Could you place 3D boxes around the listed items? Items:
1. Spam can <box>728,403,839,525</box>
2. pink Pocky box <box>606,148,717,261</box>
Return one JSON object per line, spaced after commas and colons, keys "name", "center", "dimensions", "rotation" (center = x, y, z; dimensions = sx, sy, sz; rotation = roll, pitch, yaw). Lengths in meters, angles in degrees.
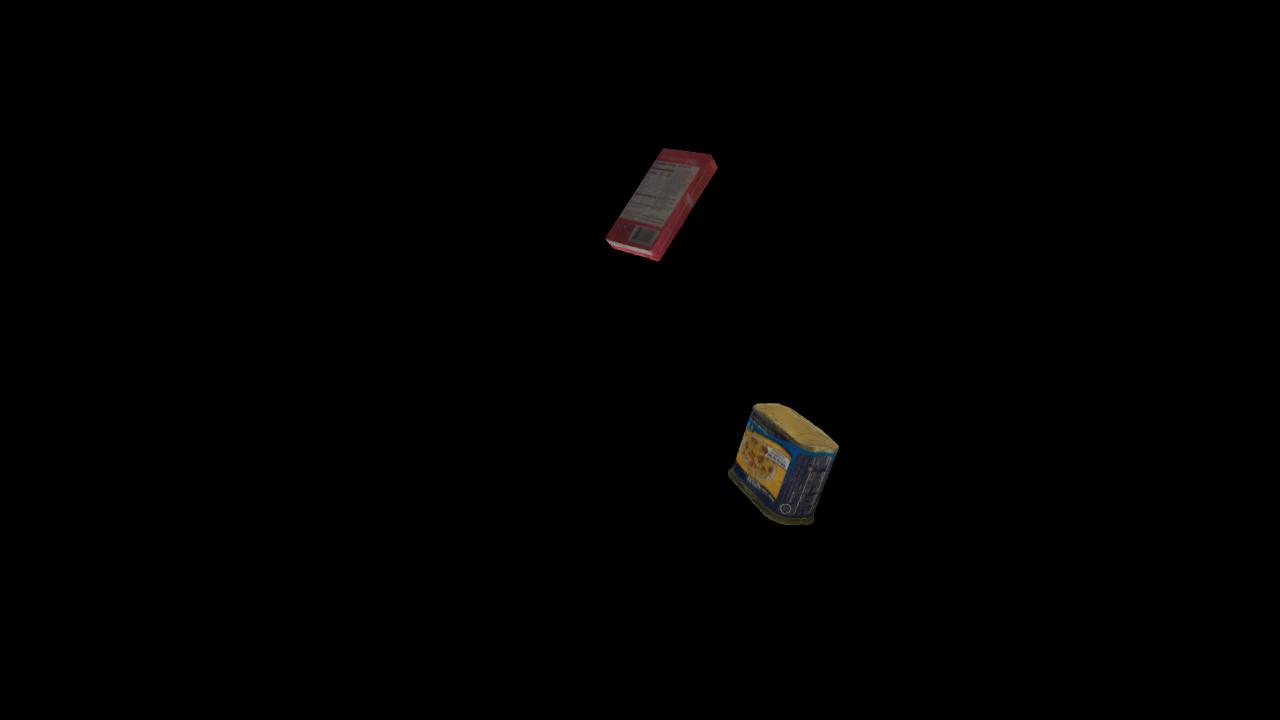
{"name": "Spam can", "center": [0.142, 0.101, 0.619], "dimensions": [0.058, 0.085, 0.101], "rotation": [5, 20, -27]}
{"name": "pink Pocky box", "center": [0.028, -0.205, 0.802], "dimensions": [0.084, 0.155, 0.029], "rotation": [23, -13, 38]}
